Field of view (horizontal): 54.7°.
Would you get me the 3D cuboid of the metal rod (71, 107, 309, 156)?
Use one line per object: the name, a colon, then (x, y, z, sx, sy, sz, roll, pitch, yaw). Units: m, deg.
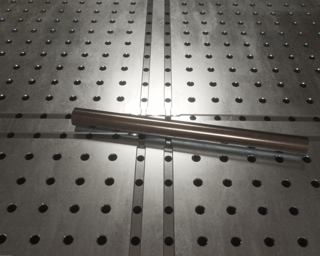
metal rod: (0.034, 0.004, 0.404, 0.302, 0.025, 0.025, 7, 51, 5)
